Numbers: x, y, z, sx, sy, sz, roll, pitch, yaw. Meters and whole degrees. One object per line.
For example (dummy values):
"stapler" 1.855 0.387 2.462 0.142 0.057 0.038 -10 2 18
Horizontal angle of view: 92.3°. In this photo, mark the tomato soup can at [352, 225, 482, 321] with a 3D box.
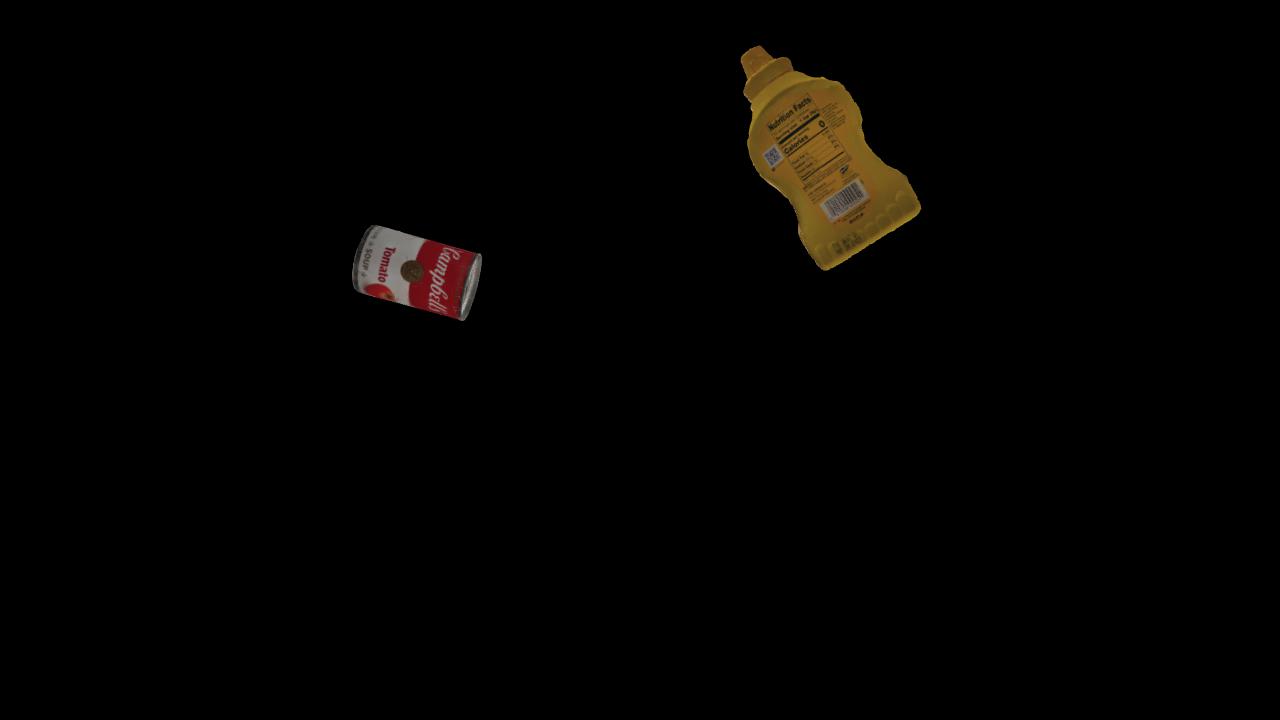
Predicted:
"tomato soup can" -0.209 -0.083 0.583 0.101 0.068 0.068 16 -2 -7

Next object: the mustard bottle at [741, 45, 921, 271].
"mustard bottle" 0.137 -0.171 0.494 0.092 0.184 0.054 -33 0 29
